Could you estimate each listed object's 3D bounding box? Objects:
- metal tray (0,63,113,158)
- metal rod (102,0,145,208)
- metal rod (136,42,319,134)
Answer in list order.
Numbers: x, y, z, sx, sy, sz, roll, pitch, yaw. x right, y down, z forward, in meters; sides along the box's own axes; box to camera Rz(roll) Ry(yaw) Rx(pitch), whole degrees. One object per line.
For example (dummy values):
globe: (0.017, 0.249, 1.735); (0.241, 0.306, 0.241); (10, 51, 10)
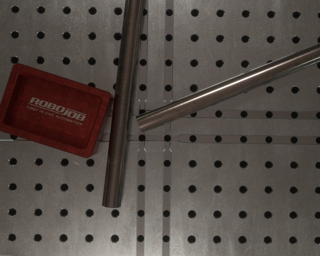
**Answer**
metal tray: (-0.137, -0.022, 0.408); (0.131, 0.030, 0.090); (18, 90, -1)
metal rod: (-0.048, -0.045, 0.412); (0.025, 0.025, 0.298); (7, 90, -1)
metal rod: (0.112, -0.060, 0.414); (0.301, 0.025, 0.025); (-22, 90, -1)
